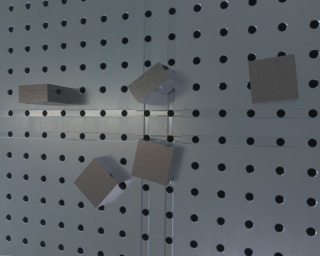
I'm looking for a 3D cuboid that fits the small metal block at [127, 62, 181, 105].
[{"bbox_3d":[-0.006,-0.056,0.402,0.050,0.050,0.025,-36,79,16],"label":"small metal block"}]

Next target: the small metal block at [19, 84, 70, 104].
[{"bbox_3d":[-0.171,-0.049,0.460,0.050,0.050,0.025,-1,90,20],"label":"small metal block"}]

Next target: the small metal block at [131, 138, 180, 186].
[{"bbox_3d":[-0.006,0.044,0.415,0.050,0.025,0.050,14,95,19],"label":"small metal block"}]

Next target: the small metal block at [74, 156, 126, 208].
[{"bbox_3d":[-0.086,0.077,0.444,0.050,0.025,0.050,44,104,14],"label":"small metal block"}]

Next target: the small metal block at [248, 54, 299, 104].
[{"bbox_3d":[0.133,-0.056,0.366,0.050,0.025,0.050,-6,88,20],"label":"small metal block"}]
